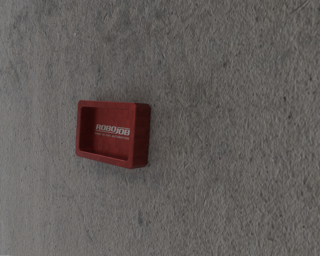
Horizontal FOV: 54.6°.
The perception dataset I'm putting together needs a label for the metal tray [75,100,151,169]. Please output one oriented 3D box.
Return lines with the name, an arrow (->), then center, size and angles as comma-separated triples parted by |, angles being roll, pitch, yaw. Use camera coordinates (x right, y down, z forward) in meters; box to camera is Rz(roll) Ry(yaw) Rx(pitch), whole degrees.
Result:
metal tray -> -0.074, 0.006, 0.463 | 0.130, 0.030, 0.089 | 7, 94, 40
